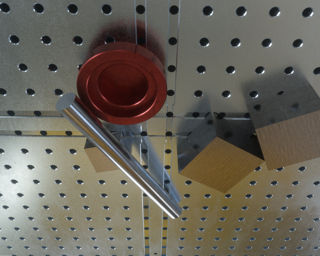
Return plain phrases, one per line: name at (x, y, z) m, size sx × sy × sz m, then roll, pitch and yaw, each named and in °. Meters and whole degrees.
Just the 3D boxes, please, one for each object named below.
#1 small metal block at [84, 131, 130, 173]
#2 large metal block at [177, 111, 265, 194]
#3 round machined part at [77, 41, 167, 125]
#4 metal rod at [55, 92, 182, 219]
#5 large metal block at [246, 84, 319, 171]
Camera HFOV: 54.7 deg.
small metal block at (-0.073, 0.035, 0.440) m, size 0.050 × 0.025 × 0.050 m, roll -10°, pitch 130°, yaw 8°
large metal block at (0.080, 0.036, 0.427) m, size 0.080 × 0.050 × 0.080 m, roll 26°, pitch 125°, yaw -21°
round machined part at (-0.041, -0.054, 0.354) m, size 0.099 × 0.042 × 0.097 m, roll 0°, pitch 130°, yaw 0°
metal rod at (-0.037, 0.058, 0.431) m, size 0.025 × 0.025 × 0.300 m, roll -20°, pitch 137°, yaw 16°
large metal block at (0.165, 0.001, 0.398) m, size 0.080 × 0.050 × 0.080 m, roll -18°, pitch 128°, yaw 15°
